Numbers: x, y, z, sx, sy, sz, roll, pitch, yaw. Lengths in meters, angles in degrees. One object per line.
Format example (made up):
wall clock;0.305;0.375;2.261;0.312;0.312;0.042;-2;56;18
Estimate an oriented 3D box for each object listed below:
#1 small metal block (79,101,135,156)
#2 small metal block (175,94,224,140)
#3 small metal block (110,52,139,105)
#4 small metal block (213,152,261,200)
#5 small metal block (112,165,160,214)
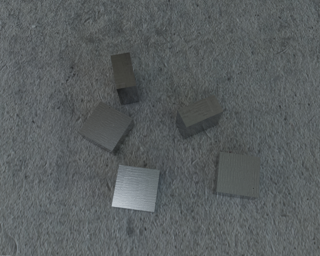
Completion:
small metal block;-0.069;0.001;0.407;0.050;0.025;0.050;28;72;9
small metal block;0.049;-0.013;0.400;0.050;0.050;0.025;-23;72;-8
small metal block;-0.047;-0.065;0.418;0.025;0.050;0.050;-11;71;-4
small metal block;0.096;0.060;0.387;0.050;0.025;0.050;8;70;3
small metal block;-0.028;0.075;0.380;0.050;0.025;0.050;7;70;2
